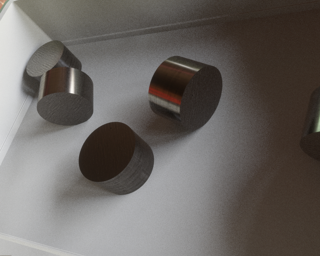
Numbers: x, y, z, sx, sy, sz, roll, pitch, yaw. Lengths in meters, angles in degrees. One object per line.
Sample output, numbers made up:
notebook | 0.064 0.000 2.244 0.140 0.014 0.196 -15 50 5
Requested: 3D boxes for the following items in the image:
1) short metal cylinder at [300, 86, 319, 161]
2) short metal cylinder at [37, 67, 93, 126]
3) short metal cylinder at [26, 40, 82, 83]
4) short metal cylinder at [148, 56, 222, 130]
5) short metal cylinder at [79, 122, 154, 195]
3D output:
short metal cylinder | 0.174 0.000 0.279 0.080 0.080 0.050 9 67 32
short metal cylinder | -0.143 -0.047 0.475 0.080 0.080 0.050 -20 54 16
short metal cylinder | -0.190 -0.110 0.557 0.080 0.050 0.080 -13 56 21
short metal cylinder | 0.032 -0.043 0.380 0.050 0.080 0.080 27 76 37
short metal cylinder | -0.055 0.039 0.395 0.080 0.050 0.080 -13 56 21
